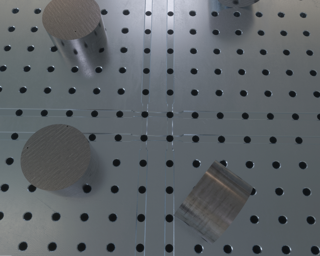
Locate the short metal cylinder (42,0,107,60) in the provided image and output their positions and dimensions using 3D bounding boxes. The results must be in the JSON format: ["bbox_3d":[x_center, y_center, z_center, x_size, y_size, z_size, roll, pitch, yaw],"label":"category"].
[{"bbox_3d":[-0.122,-0.147,0.451,0.081,0.050,0.080,0,70,0],"label":"short metal cylinder"}]

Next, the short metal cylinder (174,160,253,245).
[{"bbox_3d":[0.060,0.083,0.352,0.050,0.080,0.080,37,74,12],"label":"short metal cylinder"}]

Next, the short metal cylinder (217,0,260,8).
[{"bbox_3d":[0.122,-0.230,0.467,0.081,0.080,0.050,0,70,0],"label":"short metal cylinder"}]

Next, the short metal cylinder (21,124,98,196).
[{"bbox_3d":[-0.121,0.041,0.382,0.081,0.050,0.080,0,70,0],"label":"short metal cylinder"}]
